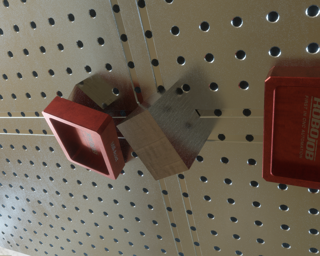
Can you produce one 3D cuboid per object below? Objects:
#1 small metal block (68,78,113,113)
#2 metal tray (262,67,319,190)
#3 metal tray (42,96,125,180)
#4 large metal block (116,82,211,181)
[{"bbox_3d":[-0.104,-0.034,0.445,0.050,0.025,0.050,42,129,-1],"label":"small metal block"},{"bbox_3d":[0.158,0.003,0.326,0.090,0.030,0.129,6,121,25],"label":"metal tray"},{"bbox_3d":[-0.104,0.019,0.445,0.090,0.030,0.129,19,147,16],"label":"metal tray"},{"bbox_3d":[0.008,0.003,0.373,0.050,0.080,0.080,-25,105,37],"label":"large metal block"}]
